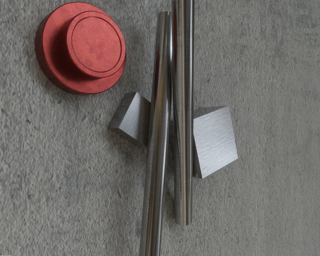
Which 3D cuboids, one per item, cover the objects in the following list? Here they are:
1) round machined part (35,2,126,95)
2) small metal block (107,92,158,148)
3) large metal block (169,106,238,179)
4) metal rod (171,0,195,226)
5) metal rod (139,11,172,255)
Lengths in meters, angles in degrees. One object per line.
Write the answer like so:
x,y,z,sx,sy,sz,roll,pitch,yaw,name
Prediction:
-0.076,-0.085,0.331,0.099,0.042,0.097,0,90,-40,round machined part
-0.029,-0.009,0.383,0.050,0.025,0.050,37,67,-34,small metal block
0.061,0.017,0.442,0.081,0.050,0.079,-21,103,-38,large metal block
0.029,-0.009,0.382,0.025,0.025,0.298,-20,118,-39,metal rod
-0.002,0.010,0.372,0.025,0.025,0.298,7,85,-40,metal rod
